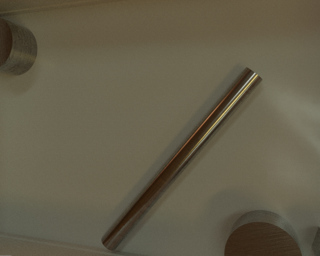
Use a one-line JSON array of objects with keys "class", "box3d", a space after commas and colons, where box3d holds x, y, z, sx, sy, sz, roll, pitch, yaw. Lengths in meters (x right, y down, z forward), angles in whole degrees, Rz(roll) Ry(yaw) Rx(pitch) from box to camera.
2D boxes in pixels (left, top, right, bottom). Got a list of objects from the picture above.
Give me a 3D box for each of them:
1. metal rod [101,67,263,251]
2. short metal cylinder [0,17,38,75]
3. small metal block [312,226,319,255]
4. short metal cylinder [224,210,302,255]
[{"class": "metal rod", "box3d": [0.021, 0.048, 0.402, 0.025, 0.025, 0.299, 42, 103, 14]}, {"class": "short metal cylinder", "box3d": [-0.241, -0.125, 0.480, 0.080, 0.050, 0.079, 0, 90, 19]}, {"class": "small metal block", "box3d": [0.195, 0.134, 0.329, 0.050, 0.050, 0.025, 19, 96, 18]}, {"class": "short metal cylinder", "box3d": [0.118, 0.141, 0.355, 0.080, 0.050, 0.079, 0, 90, 19]}]
